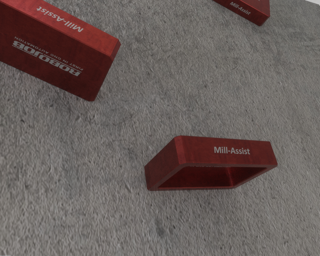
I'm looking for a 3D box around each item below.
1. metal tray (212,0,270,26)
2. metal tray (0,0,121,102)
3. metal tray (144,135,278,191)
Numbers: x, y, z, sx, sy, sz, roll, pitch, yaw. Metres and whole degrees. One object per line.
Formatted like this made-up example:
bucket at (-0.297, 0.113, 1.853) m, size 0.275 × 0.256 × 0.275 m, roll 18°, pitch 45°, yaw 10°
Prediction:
metal tray at (0.174, -0.284, 0.667) m, size 0.131 × 0.030 × 0.090 m, roll 22°, pitch 53°, yaw -15°
metal tray at (-0.121, -0.090, 0.351) m, size 0.131 × 0.090 × 0.030 m, roll 25°, pitch 53°, yaw -13°
metal tray at (0.058, 0.045, 0.365) m, size 0.131 × 0.090 × 0.030 m, roll 4°, pitch 60°, yaw -26°
